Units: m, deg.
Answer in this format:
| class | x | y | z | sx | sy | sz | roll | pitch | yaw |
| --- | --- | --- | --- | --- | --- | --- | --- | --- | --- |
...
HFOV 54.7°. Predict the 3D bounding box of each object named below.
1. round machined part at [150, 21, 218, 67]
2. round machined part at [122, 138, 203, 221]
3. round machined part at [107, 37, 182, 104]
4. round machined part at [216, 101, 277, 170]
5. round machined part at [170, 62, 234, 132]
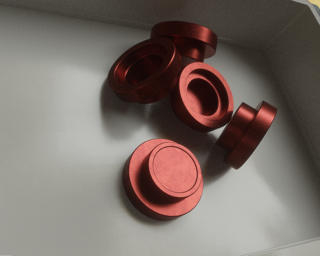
| class | x | y | z | sx | sy | sz | roll | pitch | yaw |
| --- | --- | --- | --- | --- | --- | --- | --- | --- | --- |
| round machined part | 0.033 | -0.116 | 0.455 | 0.099 | 0.098 | 0.042 | 11 | 86 | -22 |
| round machined part | 0.009 | 0.056 | 0.366 | 0.099 | 0.042 | 0.098 | 14 | 56 | -21 |
| round machined part | -0.016 | -0.070 | 0.405 | 0.042 | 0.098 | 0.098 | 53 | 39 | -42 |
| round machined part | 0.111 | 0.004 | 0.418 | 0.042 | 0.097 | 0.098 | 33 | 51 | 9 |
| round machined part | 0.054 | -0.040 | 0.440 | 0.099 | 0.042 | 0.098 | 12 | 67 | -30 |
